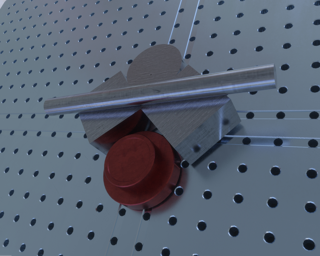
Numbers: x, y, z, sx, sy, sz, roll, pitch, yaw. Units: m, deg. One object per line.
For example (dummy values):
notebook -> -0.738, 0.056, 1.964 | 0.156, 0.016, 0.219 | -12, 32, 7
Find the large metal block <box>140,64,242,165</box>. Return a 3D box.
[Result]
large metal block -> 0.036, -0.017, 0.375 | 0.080, 0.050, 0.080 | -41, 51, 1

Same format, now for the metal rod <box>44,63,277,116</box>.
metal rod -> -0.020, -0.040, 0.372 | 0.300, 0.025, 0.025 | -5, 60, 26

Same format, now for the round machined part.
round machined part -> -0.028, 0.046, 0.379 | 0.098, 0.042, 0.098 | -13, 56, 21

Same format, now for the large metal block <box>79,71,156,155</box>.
large metal block -> -0.062, -0.019, 0.431 | 0.080, 0.050, 0.080 | -34, 53, 5

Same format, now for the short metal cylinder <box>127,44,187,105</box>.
short metal cylinder -> 0.002, -0.068, 0.428 | 0.080, 0.050, 0.080 | -13, 56, 21
